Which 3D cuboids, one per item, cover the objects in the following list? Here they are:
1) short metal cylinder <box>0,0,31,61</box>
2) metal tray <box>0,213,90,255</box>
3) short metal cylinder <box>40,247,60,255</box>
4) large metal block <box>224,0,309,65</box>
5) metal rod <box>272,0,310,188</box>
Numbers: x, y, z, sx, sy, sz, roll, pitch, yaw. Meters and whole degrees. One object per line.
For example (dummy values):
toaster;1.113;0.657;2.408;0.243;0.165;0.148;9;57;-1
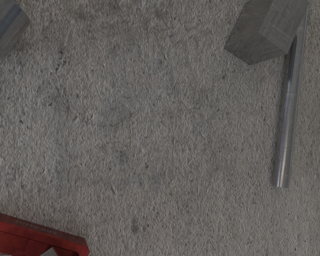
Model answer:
short metal cylinder;-0.182;-0.113;0.312;0.080;0.080;0.050;34;79;-17
metal tray;-0.158;0.155;0.348;0.131;0.030;0.090;25;82;-19
short metal cylinder;-0.128;0.168;0.313;0.080;0.080;0.050;-37;82;-16
large metal block;0.146;-0.142;0.433;0.050;0.080;0.080;28;81;-18
metal rod;0.205;-0.058;0.484;0.025;0.025;0.298;8;87;-20
